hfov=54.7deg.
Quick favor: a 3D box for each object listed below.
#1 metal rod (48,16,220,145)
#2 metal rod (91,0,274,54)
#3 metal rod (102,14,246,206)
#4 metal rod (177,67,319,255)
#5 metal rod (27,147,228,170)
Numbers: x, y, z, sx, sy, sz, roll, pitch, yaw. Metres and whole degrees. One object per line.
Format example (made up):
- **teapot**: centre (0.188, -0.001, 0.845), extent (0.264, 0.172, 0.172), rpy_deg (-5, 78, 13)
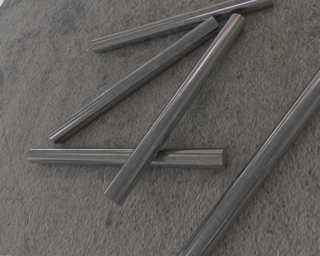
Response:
- **metal rod**: centre (-0.042, -0.069, 0.468), extent (0.300, 0.025, 0.025), rpy_deg (-34, 51, 5)
- **metal rod**: centre (0.021, -0.164, 0.493), extent (0.300, 0.025, 0.025), rpy_deg (-8, 58, 23)
- **metal rod**: centre (0.029, -0.037, 0.389), extent (0.025, 0.025, 0.300), rpy_deg (20, 66, 35)
- **metal rod**: centre (0.100, 0.046, 0.323), extent (0.025, 0.025, 0.300), rpy_deg (33, 80, 38)
- **metal rod**: centre (-0.061, 0.038, 0.412), extent (0.300, 0.025, 0.025), rpy_deg (-2, 61, 27)
